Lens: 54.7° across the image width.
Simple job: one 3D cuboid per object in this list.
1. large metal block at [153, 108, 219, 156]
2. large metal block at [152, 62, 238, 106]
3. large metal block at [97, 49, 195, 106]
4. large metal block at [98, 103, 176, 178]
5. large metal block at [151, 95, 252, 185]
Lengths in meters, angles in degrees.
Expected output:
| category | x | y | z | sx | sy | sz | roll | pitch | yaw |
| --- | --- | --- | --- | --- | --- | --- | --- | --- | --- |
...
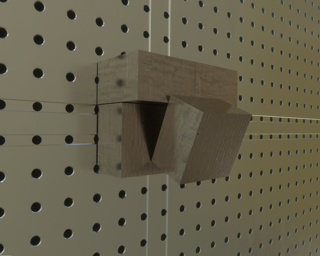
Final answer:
| category | x | y | z | sx | sy | sz | roll | pitch | yaw |
| --- | --- | --- | --- | --- | --- | --- | --- | --- | --- |
| large metal block | 0.037 | 0.014 | 0.423 | 0.081 | 0.050 | 0.079 | 1 | 90 | -40 |
| large metal block | 0.045 | -0.051 | 0.412 | 0.081 | 0.080 | 0.050 | 1 | 90 | -40 |
| large metal block | -0.017 | -0.052 | 0.360 | 0.081 | 0.080 | 0.050 | 1 | 90 | -40 |
| large metal block | -0.026 | 0.013 | 0.371 | 0.081 | 0.050 | 0.079 | 1 | 90 | -40 |
| large metal block | 0.046 | 0.011 | 0.347 | 0.081 | 0.050 | 0.079 | 0 | 114 | -40 |
